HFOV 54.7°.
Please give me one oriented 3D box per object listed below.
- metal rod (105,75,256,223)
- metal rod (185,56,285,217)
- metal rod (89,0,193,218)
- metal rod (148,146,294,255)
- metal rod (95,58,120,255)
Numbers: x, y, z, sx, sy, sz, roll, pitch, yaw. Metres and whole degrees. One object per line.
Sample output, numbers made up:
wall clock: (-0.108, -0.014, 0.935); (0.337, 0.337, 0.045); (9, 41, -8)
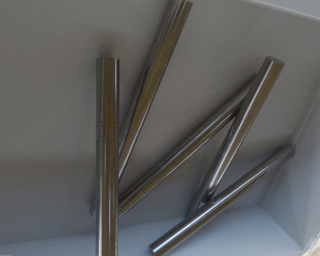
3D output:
metal rod: (0.039, 0.030, 0.447); (0.300, 0.025, 0.025); (-42, 129, 0)
metal rod: (0.100, 0.036, 0.462); (0.025, 0.025, 0.298); (1, 125, -29)
metal rod: (-0.031, -0.010, 0.384); (0.025, 0.025, 0.298); (10, 113, -33)
metal rod: (0.111, 0.111, 0.503); (0.302, 0.025, 0.025); (-29, 129, -23)
metal rod: (-0.059, 0.074, 0.345); (0.025, 0.025, 0.298); (-1, 95, -28)
